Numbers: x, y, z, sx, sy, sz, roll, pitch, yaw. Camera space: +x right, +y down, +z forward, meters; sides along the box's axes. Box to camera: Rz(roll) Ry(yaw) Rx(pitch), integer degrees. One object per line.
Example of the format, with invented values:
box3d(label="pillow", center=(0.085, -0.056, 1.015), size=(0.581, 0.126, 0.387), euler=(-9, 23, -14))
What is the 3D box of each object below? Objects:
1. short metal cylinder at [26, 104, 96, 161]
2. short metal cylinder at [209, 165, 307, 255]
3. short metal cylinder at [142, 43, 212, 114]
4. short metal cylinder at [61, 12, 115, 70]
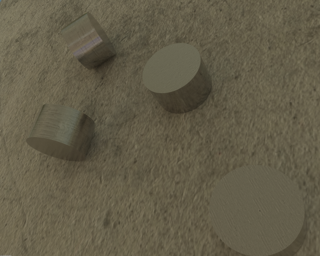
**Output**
box3d(label="short metal cylinder", center=(-0.137, 0.008, 0.433), size=(0.080, 0.080, 0.050), euler=(-1, 62, 27))
box3d(label="short metal cylinder", center=(0.092, 0.081, 0.289), size=(0.080, 0.050, 0.080), euler=(-13, 56, 20))
box3d(label="short metal cylinder", center=(0.024, -0.066, 0.415), size=(0.080, 0.050, 0.080), euler=(-13, 56, 20))
box3d(label="short metal cylinder", center=(-0.118, -0.144, 0.517), size=(0.050, 0.080, 0.080), euler=(-31, 52, 8))
